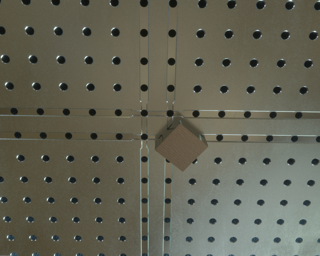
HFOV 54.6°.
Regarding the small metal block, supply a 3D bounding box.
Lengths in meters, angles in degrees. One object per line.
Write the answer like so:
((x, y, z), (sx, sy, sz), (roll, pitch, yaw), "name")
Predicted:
((0.029, 0.023, 0.422), (0.050, 0.025, 0.050), (39, 105, -13), "small metal block")
